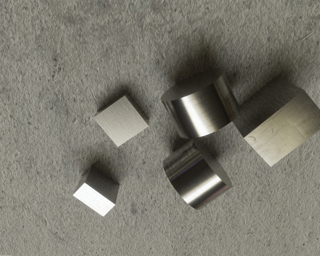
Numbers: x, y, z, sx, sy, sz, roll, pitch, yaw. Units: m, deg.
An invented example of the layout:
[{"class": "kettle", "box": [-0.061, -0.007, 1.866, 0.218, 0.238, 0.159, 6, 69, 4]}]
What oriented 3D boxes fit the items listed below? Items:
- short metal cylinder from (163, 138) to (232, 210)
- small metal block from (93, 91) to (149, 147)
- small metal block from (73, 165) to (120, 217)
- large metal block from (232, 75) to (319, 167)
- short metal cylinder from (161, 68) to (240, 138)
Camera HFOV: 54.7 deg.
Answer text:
[{"class": "short metal cylinder", "box": [0.049, 0.058, 0.403, 0.050, 0.080, 0.080, -39, 106, 13]}, {"class": "small metal block", "box": [-0.049, -0.012, 0.405, 0.050, 0.025, 0.050, -34, 107, 11]}, {"class": "small metal block", "box": [-0.086, 0.085, 0.427, 0.050, 0.050, 0.025, 40, 105, -14]}, {"class": "large metal block", "box": [0.139, -0.012, 0.378, 0.080, 0.080, 0.050, -41, 105, 13]}, {"class": "short metal cylinder", "box": [0.048, -0.030, 0.370, 0.080, 0.080, 0.050, -25, 109, 8]}]
